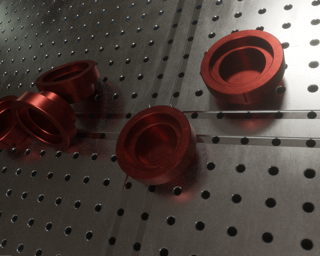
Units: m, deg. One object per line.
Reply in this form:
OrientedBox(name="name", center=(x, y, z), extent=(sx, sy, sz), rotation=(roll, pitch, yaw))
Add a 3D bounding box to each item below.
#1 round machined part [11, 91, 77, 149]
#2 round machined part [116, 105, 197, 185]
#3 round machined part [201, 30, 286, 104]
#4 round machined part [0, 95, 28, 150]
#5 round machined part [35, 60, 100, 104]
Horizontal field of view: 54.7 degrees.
OrientedBox(name="round machined part", center=(-0.165, -0.017, 0.459), extent=(0.098, 0.098, 0.042), rotation=(6, 48, 30))
OrientedBox(name="round machined part", center=(-0.001, 0.024, 0.382), extent=(0.098, 0.042, 0.098), rotation=(-13, 56, 20))
OrientedBox(name="round machined part", center=(0.104, -0.071, 0.386), extent=(0.098, 0.042, 0.098), rotation=(-13, 56, 20))
OrientedBox(name="round machined part", center=(-0.262, -0.005, 0.535), extent=(0.098, 0.042, 0.098), rotation=(-13, 56, 20))
OrientedBox(name="round machined part", center=(-0.143, -0.071, 0.497), extent=(0.098, 0.042, 0.098), rotation=(-11, 30, 7))
